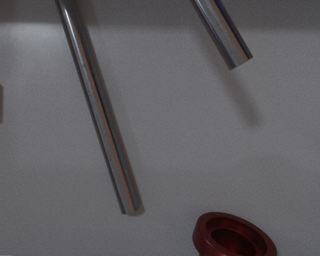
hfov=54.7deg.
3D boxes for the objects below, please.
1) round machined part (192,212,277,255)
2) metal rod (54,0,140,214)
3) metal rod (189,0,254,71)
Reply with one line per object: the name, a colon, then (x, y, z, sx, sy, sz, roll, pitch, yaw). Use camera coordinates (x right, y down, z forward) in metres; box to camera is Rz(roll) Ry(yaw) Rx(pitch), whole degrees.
round machined part: (0.087, 0.148, 0.378, 0.099, 0.098, 0.042, 15, 105, -1)
metal rod: (-0.083, -0.033, 0.410, 0.025, 0.025, 0.298, -17, 90, 0)
metal rod: (0.003, -0.190, 0.293, 0.025, 0.025, 0.299, -30, 91, 0)
